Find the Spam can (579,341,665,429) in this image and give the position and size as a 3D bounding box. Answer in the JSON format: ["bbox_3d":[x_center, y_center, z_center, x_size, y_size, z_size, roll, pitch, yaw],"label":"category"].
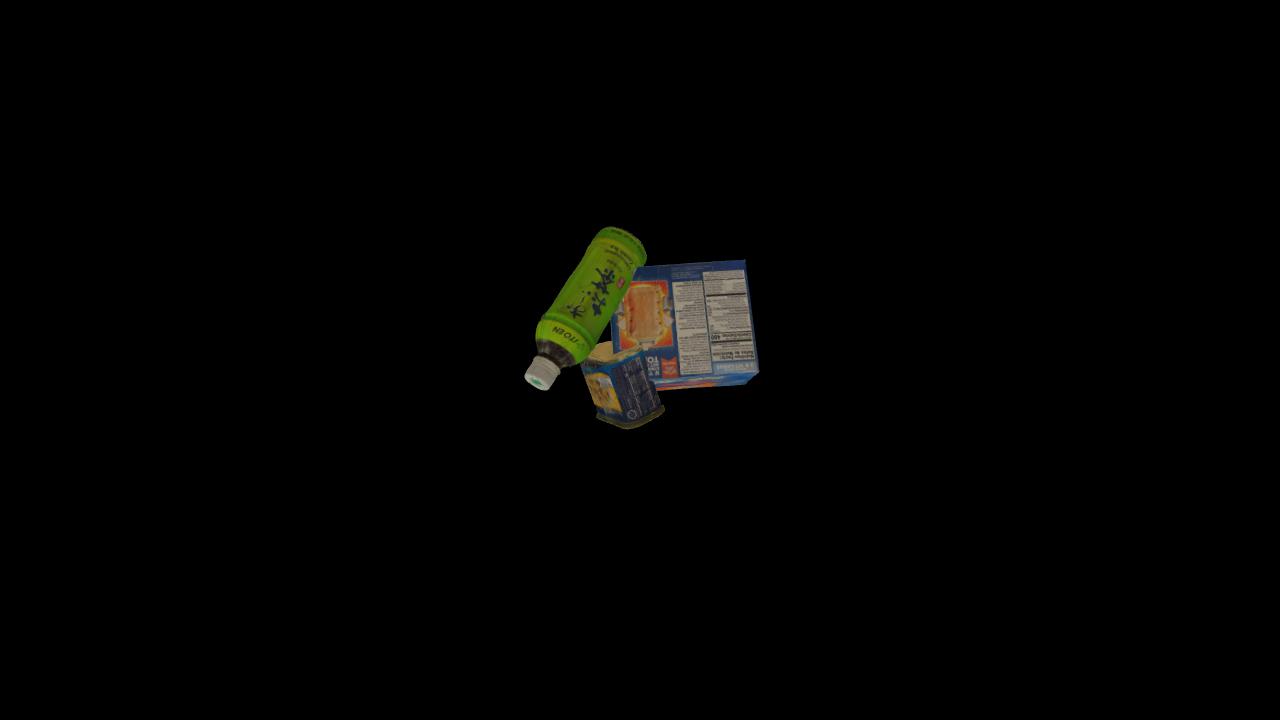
[{"bbox_3d":[-0.025,0.027,0.730,0.058,0.085,0.101,-27,17,-26],"label":"Spam can"}]

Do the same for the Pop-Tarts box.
[{"bbox_3d":[0.047,-0.038,0.750,0.167,0.141,0.083,-4,-13,-2],"label":"Pop-Tarts box"}]

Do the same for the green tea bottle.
[{"bbox_3d":[-0.066,-0.058,0.705,0.073,0.212,0.073,24,-26,12],"label":"green tea bottle"}]
